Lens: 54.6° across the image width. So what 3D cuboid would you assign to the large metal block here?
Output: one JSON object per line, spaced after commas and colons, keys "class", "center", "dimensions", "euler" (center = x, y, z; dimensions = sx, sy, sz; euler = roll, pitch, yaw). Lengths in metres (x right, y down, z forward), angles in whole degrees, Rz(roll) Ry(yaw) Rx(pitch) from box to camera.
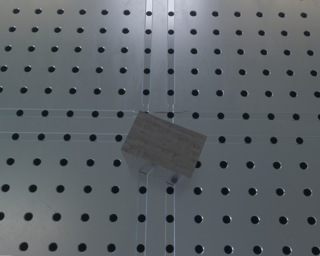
{"class": "large metal block", "center": [0.005, 0.030, 0.372], "dimensions": [0.080, 0.080, 0.050], "euler": [21, 72, 7]}
